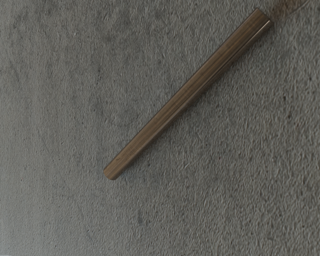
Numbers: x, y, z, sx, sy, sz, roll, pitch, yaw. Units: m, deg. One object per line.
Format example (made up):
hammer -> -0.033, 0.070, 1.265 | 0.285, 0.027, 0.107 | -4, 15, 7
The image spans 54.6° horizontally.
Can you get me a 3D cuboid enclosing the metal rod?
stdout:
metal rod -> 0.017, -0.023, 0.391 | 0.299, 0.025, 0.025 | -45, 63, 30
